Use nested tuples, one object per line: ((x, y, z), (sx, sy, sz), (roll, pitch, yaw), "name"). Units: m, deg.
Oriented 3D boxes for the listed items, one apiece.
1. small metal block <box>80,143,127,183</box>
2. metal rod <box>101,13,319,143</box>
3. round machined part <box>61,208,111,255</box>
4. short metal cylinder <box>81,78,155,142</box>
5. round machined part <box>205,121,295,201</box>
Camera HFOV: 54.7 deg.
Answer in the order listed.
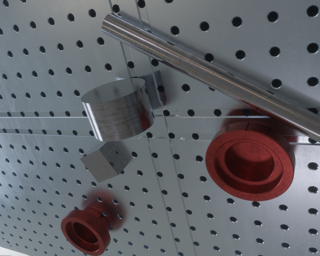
((-0.090, 0.055, 0.493), (0.050, 0.025, 0.050), (-26, 105, 37), "small metal block")
((0.068, -0.053, 0.342), (0.301, 0.025, 0.025), (29, 128, 9), "metal rod")
((-0.136, 0.193, 0.591), (0.098, 0.042, 0.097), (13, 124, 21), "round machined part")
((-0.051, -0.025, 0.387), (0.080, 0.080, 0.050), (-1, 118, 28), "short metal cylinder")
((0.107, 0.035, 0.366), (0.098, 0.042, 0.097), (13, 124, 21), "round machined part")
